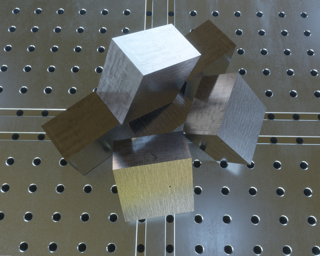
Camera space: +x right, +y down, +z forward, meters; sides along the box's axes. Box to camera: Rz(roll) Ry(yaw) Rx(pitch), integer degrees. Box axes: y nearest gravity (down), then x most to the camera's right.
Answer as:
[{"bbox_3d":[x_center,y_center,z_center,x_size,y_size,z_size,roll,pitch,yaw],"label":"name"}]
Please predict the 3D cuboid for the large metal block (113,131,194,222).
[{"bbox_3d":[-0.007,0.055,0.355,0.080,0.080,0.050,-8,34,-3],"label":"large metal block"}]

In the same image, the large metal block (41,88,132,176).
[{"bbox_3d":[-0.083,0.007,0.378,0.080,0.080,0.050,-36,74,-12],"label":"large metal block"}]

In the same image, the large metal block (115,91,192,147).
[{"bbox_3d":[-0.008,-0.019,0.407,0.080,0.050,0.080,-37,74,-13],"label":"large metal block"}]

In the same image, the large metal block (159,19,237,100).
[{"bbox_3d":[0.046,-0.082,0.413,0.080,0.080,0.050,-37,75,-13],"label":"large metal block"}]

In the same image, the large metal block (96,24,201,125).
[{"bbox_3d":[-0.014,-0.058,0.337,0.081,0.080,0.050,-27,70,-36],"label":"large metal block"}]

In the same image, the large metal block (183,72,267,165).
[{"bbox_3d":[0.081,-0.010,0.379,0.050,0.080,0.080,2,63,45],"label":"large metal block"}]
